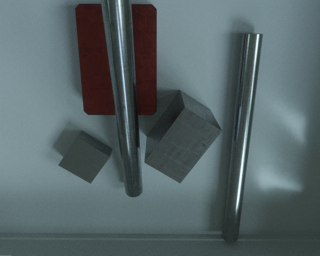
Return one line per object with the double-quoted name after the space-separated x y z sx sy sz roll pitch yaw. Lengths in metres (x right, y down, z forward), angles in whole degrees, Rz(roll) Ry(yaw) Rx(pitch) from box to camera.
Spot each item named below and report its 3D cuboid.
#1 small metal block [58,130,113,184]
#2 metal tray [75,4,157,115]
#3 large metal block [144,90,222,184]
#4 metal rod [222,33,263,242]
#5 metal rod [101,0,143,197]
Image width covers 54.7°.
-0.101 0.040 0.425 0.050 0.025 0.050 33 106 -12 "small metal block"
-0.049 -0.082 0.378 0.091 0.030 0.129 0 110 -1 "metal tray"
0.025 0.008 0.385 0.050 0.080 0.080 32 107 -12 "large metal block"
0.109 0.027 0.422 0.025 0.025 0.298 0 110 -1 "metal rod"
-0.037 -0.018 0.342 0.025 0.025 0.298 0 134 0 "metal rod"
